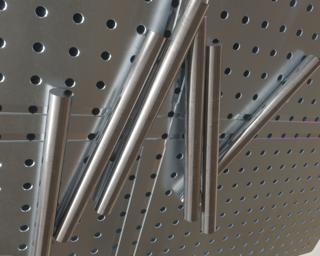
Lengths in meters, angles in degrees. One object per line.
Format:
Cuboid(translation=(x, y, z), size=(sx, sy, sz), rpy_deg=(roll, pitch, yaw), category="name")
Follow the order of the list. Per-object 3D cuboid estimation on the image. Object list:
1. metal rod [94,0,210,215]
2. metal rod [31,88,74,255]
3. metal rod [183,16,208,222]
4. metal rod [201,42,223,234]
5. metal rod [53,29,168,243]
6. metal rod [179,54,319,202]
Cuboid(translation=(-0.019, -0.010, 0.381), size=(0.025, 0.025, 0.298), rpy_deg=(11, 116, -33), category="metal rod")
Cuboid(translation=(-0.141, 0.093, 0.390), size=(0.025, 0.025, 0.298), rpy_deg=(1, 118, -29), category="metal rod")
Cuboid(translation=(0.046, 0.006, 0.421), size=(0.025, 0.025, 0.298), rpy_deg=(-13, 119, -21), category="metal rod")
Cuboid(translation=(0.072, 0.031, 0.446), size=(0.025, 0.025, 0.298), rpy_deg=(-14, 117, -21), category="metal rod")
Cuboid(translation=(-0.069, 0.022, 0.386), size=(0.025, 0.025, 0.298), rpy_deg=(16, 110, -35), category="metal rod")
Cuboid(translation=(0.138, 0.007, 0.489), size=(0.299, 0.025, 0.025), rpy_deg=(-49, 129, 6), category="metal rod")
